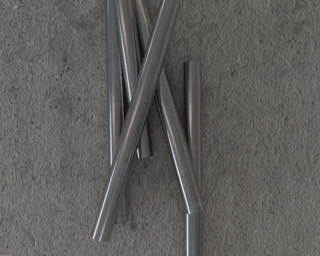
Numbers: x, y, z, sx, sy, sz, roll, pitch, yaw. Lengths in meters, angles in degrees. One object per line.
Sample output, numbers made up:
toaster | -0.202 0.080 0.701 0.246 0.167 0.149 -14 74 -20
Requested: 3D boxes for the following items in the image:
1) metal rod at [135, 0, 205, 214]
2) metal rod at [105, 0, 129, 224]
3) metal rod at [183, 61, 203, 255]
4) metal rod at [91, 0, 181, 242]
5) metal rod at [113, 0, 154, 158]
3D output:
metal rod | 0.004 -0.041 0.396 0.025 0.025 0.299 -15 85 0
metal rod | -0.057 -0.026 0.409 0.025 0.025 0.298 -1 90 0
metal rod | 0.043 0.063 0.410 0.025 0.025 0.298 0 90 0
metal rod | -0.030 -0.007 0.377 0.025 0.025 0.298 17 93 0
metal rod | -0.039 -0.110 0.391 0.025 0.025 0.298 -8 97 0
